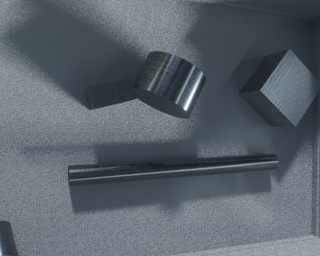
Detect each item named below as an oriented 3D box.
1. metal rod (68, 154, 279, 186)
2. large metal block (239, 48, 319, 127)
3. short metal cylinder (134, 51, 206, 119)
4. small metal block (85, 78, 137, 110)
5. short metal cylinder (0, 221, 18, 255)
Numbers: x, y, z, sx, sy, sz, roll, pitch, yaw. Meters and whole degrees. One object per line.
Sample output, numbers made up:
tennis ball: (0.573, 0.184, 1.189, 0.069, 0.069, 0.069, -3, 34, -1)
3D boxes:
metal rod: (0.032, 0.055, 0.423, 0.303, 0.025, 0.025, -1, 91, -21)
large metal block: (0.181, -0.058, 0.466, 0.080, 0.050, 0.080, 41, 77, -16)
short metal cylinder: (0.011, -0.052, 0.386, 0.080, 0.080, 0.050, 28, 81, -18)
small metal block: (-0.061, -0.040, 0.375, 0.050, 0.050, 0.025, -15, 96, -18)
short metal cylinder: (-0.189, 0.134, 0.312, 0.081, 0.080, 0.050, -12, 95, -20)
